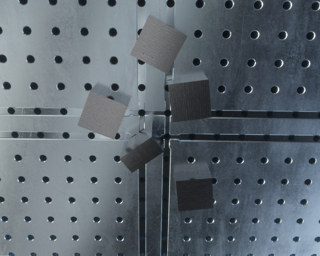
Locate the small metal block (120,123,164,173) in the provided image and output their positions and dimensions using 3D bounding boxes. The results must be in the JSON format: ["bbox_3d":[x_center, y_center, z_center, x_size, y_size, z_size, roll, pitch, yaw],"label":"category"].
[{"bbox_3d":[-0.023,0.025,0.409,0.050,0.050,0.025,-35,107,11],"label":"small metal block"}]

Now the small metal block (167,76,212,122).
[{"bbox_3d":[0.038,-0.038,0.400,0.050,0.025,0.050,-7,110,2],"label":"small metal block"}]

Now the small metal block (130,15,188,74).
[{"bbox_3d":[-0.002,-0.101,0.376,0.050,0.025,0.050,26,108,-10],"label":"small metal block"}]

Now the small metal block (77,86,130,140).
[{"bbox_3d":[-0.073,-0.020,0.405,0.050,0.025,0.050,22,108,-8],"label":"small metal block"}]

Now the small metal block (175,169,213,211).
[{"bbox_3d":[0.049,0.090,0.447,0.050,0.025,0.050,-5,110,1],"label":"small metal block"}]
